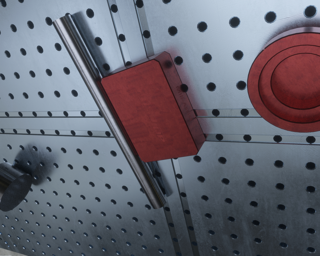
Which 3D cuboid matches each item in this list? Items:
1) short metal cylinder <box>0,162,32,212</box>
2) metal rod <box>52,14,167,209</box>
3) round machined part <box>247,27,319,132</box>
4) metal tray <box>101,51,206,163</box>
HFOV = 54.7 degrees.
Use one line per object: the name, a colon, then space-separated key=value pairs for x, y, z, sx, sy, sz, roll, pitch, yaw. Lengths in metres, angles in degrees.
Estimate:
short metal cylinder: x=-0.297 y=0.113 z=0.599 sx=0.050 sy=0.080 sz=0.079 roll=26 pitch=127 yaw=12
metal rod: x=-0.063 y=-0.010 z=0.436 sx=0.025 sy=0.025 sz=0.299 roll=-13 pitch=112 yaw=33
round machined part: x=0.138 y=-0.048 z=0.298 sx=0.098 sy=0.042 sz=0.097 roll=13 pitch=124 yaw=20
metal tray: x=-0.008 y=-0.021 z=0.397 sx=0.090 sy=0.030 sz=0.129 roll=-13 pitch=112 yaw=33
